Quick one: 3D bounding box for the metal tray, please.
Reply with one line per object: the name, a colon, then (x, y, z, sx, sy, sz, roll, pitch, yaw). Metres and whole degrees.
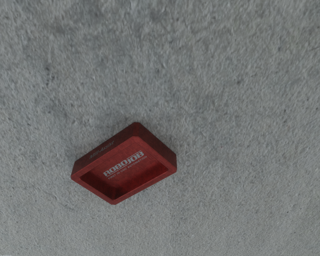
metal tray: (-0.052, 0.056, 0.451, 0.130, 0.030, 0.090, -32, 124, 24)
